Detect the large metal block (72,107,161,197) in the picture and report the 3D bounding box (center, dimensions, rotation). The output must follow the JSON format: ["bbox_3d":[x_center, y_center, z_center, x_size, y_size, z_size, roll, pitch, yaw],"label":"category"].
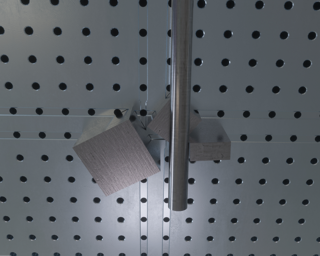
[{"bbox_3d":[-0.054,0.031,0.411,0.080,0.050,0.080,-26,108,9],"label":"large metal block"}]

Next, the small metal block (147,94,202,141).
[{"bbox_3d":[0.018,-0.010,0.410,0.050,0.025,0.050,36,106,-12],"label":"small metal block"}]

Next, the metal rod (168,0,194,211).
[{"bbox_3d":[0.025,-0.044,0.373,0.025,0.025,0.298,1,101,-1],"label":"metal rod"}]

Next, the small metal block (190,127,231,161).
[{"bbox_3d":[0.063,0.021,0.408,0.050,0.050,0.025,-2,111,0],"label":"small metal block"}]
